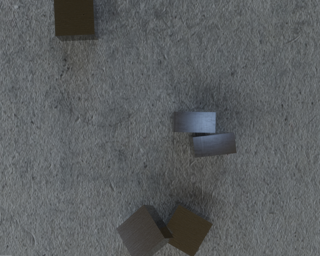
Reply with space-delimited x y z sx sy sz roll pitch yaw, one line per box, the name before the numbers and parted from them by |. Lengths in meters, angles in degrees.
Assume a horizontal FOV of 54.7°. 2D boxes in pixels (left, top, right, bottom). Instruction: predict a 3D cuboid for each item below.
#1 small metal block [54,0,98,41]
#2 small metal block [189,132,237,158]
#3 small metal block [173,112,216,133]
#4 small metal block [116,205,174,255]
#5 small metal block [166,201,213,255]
small metal block | -0.110 -0.144 0.409 0.050 0.025 0.050 -3 90 0
small metal block | 0.066 0.021 0.398 0.050 0.050 0.025 -7 90 0
small metal block | 0.042 -0.007 0.398 0.050 0.050 0.025 1 90 0
small metal block | -0.020 0.134 0.395 0.050 0.025 0.050 -43 60 10
small metal block | 0.034 0.133 0.410 0.050 0.025 0.050 30 90 0
